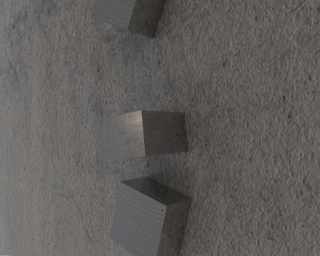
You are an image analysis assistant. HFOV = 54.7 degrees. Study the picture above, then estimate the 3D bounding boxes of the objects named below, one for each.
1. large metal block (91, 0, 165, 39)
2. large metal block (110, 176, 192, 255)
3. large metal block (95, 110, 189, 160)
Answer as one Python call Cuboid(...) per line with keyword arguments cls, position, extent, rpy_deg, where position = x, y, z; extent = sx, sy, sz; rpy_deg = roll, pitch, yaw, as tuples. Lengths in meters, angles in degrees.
Cuboid(cls="large metal block", position=(-0.040, -0.176, 0.422), extent=(0.080, 0.050, 0.079), rpy_deg=(31, 109, 35))
Cuboid(cls="large metal block", position=(-0.013, 0.117, 0.400), extent=(0.080, 0.050, 0.079), rpy_deg=(18, 102, 38))
Cuboid(cls="large metal block", position=(-0.022, 0.010, 0.388), extent=(0.080, 0.081, 0.050), rpy_deg=(-9, 84, 39))
